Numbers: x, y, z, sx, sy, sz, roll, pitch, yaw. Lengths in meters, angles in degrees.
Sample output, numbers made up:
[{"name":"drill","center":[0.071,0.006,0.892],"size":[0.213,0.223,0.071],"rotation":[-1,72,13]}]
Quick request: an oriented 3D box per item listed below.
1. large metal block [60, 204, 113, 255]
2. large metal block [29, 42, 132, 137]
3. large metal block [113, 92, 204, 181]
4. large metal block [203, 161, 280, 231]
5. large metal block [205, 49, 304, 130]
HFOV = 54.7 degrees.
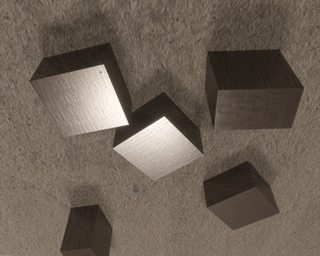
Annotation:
[{"name":"large metal block","center":[-0.122,0.191,0.532],"size":[0.050,0.080,0.080],"rotation":[-9,130,7]},{"name":"large metal block","center":[-0.085,-0.042,0.354],"size":[0.080,0.050,0.080],"rotation":[-11,130,9]},{"name":"large metal block","center":[-0.002,0.013,0.402],"size":[0.080,0.050,0.080],"rotation":[-32,124,23]},{"name":"large metal block","center":[0.126,0.108,0.485],"size":[0.080,0.050,0.080],"rotation":[-30,124,23]},{"name":"large metal block","center":[0.095,-0.043,0.336],"size":[0.081,0.080,0.050],"rotation":[-1,130,1]}]
